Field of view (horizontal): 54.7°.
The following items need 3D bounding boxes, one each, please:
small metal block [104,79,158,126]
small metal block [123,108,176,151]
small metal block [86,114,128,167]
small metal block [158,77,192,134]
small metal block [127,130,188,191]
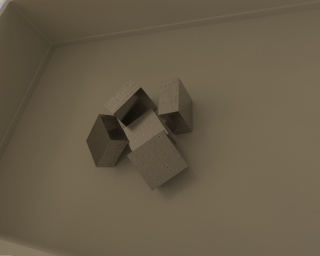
[{"bbox_3d":[-0.039,-0.030,0.424,0.050,0.050,0.025,-45,51,-3],"label":"small metal block"},{"bbox_3d":[-0.016,0.011,0.403,0.050,0.025,0.050,-36,51,4],"label":"small metal block"},{"bbox_3d":[-0.072,0.017,0.414,0.050,0.025,0.050,-58,45,29],"label":"small metal block"},{"bbox_3d":[0.021,-0.027,0.391,0.025,0.050,0.050,-10,57,21],"label":"small metal block"},{"bbox_3d":[-0.002,0.037,0.364,0.050,0.025,0.050,-35,88,4],"label":"small metal block"}]
